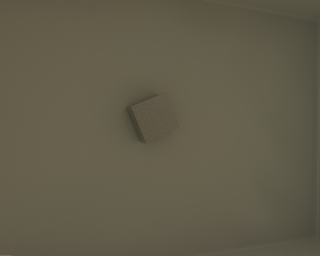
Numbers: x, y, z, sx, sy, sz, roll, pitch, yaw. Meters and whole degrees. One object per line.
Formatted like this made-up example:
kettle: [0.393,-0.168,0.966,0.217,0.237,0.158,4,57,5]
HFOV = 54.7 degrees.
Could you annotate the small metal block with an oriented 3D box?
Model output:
small metal block: [-0.009,-0.014,0.404,0.050,0.025,0.050,-25,99,-19]
